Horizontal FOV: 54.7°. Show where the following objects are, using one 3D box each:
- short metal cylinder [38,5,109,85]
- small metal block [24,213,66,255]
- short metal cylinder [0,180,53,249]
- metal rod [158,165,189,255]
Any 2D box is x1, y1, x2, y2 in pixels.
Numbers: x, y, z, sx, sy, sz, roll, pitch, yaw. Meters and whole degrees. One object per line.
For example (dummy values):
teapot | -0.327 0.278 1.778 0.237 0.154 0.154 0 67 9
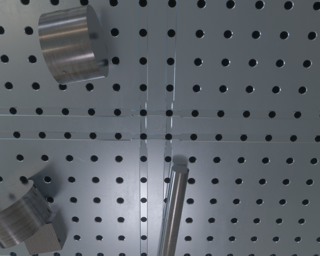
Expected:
short metal cylinder | -0.094 -0.092 0.349 0.050 0.080 0.079 -10 110 3
small metal block | -0.177 0.161 0.471 0.050 0.025 0.050 -11 110 3
short metal cylinder | -0.198 0.116 0.425 0.080 0.080 0.050 -23 109 8
metal rod | 0.011 0.196 0.485 0.025 0.025 0.298 6 110 -3
